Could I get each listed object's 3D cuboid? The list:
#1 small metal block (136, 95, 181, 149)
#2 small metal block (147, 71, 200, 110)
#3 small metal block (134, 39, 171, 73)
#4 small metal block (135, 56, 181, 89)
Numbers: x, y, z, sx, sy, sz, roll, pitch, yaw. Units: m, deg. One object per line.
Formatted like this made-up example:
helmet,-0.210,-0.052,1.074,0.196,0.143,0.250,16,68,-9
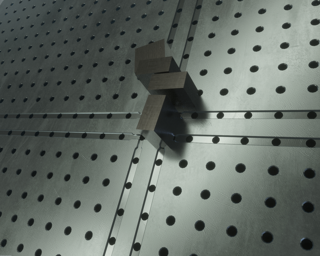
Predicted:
small metal block,0.000,-0.008,0.396,0.025,0.050,0.050,5,64,30
small metal block,0.019,-0.048,0.410,0.050,0.050,0.025,0,62,28
small metal block,-0.011,-0.103,0.476,0.050,0.025,0.050,-14,56,20
small metal block,0.002,-0.072,0.434,0.050,0.050,0.025,-1,61,27
